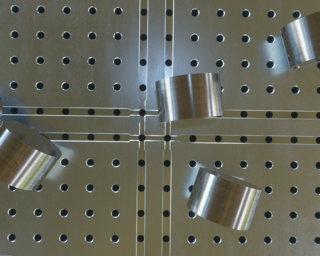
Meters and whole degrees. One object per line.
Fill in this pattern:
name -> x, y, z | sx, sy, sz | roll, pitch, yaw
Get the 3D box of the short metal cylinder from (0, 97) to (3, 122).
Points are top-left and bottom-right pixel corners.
short metal cylinder -> -0.243, -0.017, 0.379 | 0.080, 0.050, 0.080 | -11, 66, 26

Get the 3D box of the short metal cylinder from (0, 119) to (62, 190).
short metal cylinder -> -0.171, 0.032, 0.384 | 0.080, 0.080, 0.050 | 36, 90, -1

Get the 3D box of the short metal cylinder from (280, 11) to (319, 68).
short metal cylinder -> 0.199, -0.112, 0.389 | 0.080, 0.080, 0.050 | -15, 90, 0

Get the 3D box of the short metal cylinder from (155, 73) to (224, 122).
short metal cylinder -> 0.037, -0.036, 0.386 | 0.081, 0.080, 0.050 | -6, 90, -1

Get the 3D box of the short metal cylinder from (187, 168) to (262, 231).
short metal cylinder -> 0.080, 0.086, 0.387 | 0.080, 0.080, 0.050 | 18, 90, -1
